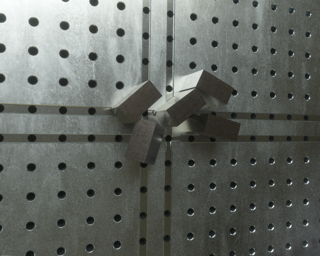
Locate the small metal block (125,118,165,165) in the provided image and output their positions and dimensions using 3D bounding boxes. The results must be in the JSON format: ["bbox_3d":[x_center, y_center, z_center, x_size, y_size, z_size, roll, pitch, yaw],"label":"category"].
[{"bbox_3d":[-0.018,0.018,0.390,0.025,0.050,0.050,15,84,14],"label":"small metal block"}]

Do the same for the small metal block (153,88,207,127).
[{"bbox_3d":[0.025,-0.026,0.408,0.050,0.050,0.025,-37,102,-16],"label":"small metal block"}]

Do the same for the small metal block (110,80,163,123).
[{"bbox_3d":[-0.031,-0.032,0.388,0.050,0.050,0.025,-43,104,-15],"label":"small metal block"}]

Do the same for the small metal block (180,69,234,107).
[{"bbox_3d":[0.063,-0.052,0.422,0.050,0.050,0.025,27,81,-18],"label":"small metal block"}]

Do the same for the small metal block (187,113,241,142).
[{"bbox_3d":[0.073,0.000,0.426,0.050,0.050,0.025,16,85,-19],"label":"small metal block"}]
